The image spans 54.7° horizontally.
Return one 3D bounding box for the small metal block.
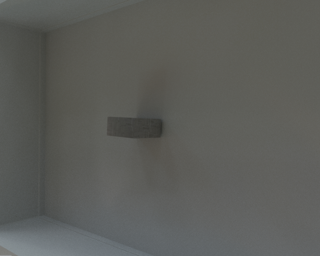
[{"bbox_3d":[-0.034,-0.001,0.412,0.050,0.050,0.025,4,93,39],"label":"small metal block"}]
